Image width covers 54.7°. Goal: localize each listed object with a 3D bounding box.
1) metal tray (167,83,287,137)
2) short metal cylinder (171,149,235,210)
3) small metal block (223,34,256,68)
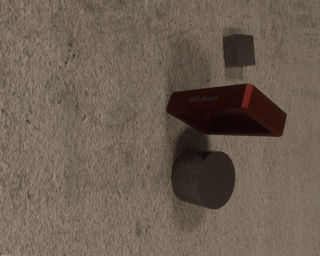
[{"bbox_3d":[0.085,-0.020,0.410,0.090,0.130,0.030,28,73,-37],"label":"metal tray"},{"bbox_3d":[0.063,0.071,0.444,0.081,0.050,0.079,0,90,-40],"label":"short metal cylinder"},{"bbox_3d":[0.133,-0.129,0.519,0.050,0.025,0.050,-11,97,-40],"label":"small metal block"}]
